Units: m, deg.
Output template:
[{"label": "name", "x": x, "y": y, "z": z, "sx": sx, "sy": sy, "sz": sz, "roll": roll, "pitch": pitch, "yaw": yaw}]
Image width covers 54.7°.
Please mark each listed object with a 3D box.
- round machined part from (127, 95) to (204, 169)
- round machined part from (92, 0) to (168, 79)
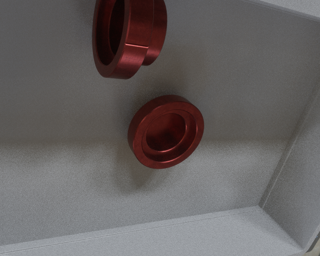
[{"label": "round machined part", "x": 0.004, "y": 0.001, "z": 0.401, "sx": 0.099, "sy": 0.042, "sz": 0.097, "roll": -14, "pitch": 124, "yaw": -21}, {"label": "round machined part", "x": -0.028, "y": -0.094, "z": 0.288, "sx": 0.042, "sy": 0.098, "sz": 0.097, "roll": 1, "pitch": 118, "yaw": -29}]
